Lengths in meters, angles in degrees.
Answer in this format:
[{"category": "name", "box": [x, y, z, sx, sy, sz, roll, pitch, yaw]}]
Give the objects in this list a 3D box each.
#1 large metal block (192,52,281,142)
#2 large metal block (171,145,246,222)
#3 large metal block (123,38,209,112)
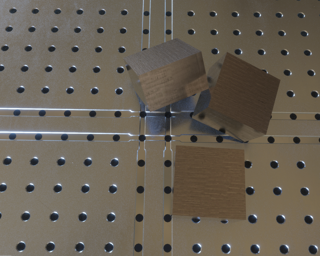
[{"category": "large metal block", "box": [0.098, -0.038, 0.402, 0.080, 0.050, 0.080, 25, 71, -10]}, {"category": "large metal block", "box": [0.056, 0.068, 0.374, 0.081, 0.050, 0.080, 4, 70, 1]}, {"category": "large metal block", "box": [0.006, -0.072, 0.404, 0.080, 0.050, 0.080, -23, 32, -8]}]
